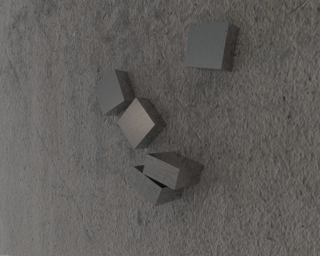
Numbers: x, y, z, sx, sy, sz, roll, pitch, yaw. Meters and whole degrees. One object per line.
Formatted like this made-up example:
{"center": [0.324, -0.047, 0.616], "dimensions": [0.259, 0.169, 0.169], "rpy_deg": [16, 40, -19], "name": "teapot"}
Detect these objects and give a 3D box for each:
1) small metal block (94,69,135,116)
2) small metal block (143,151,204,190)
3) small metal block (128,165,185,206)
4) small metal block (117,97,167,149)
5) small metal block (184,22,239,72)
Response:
{"center": [-0.067, -0.051, 0.460], "dimensions": [0.050, 0.025, 0.050], "rpy_deg": [-30, 72, 36], "name": "small metal block"}
{"center": [0.016, 0.050, 0.375], "dimensions": [0.050, 0.050, 0.025], "rpy_deg": [20, 103, 38], "name": "small metal block"}
{"center": [-0.003, 0.069, 0.391], "dimensions": [0.050, 0.050, 0.025], "rpy_deg": [32, 110, 35], "name": "small metal block"}
{"center": [-0.026, -0.006, 0.426], "dimensions": [0.050, 0.025, 0.050], "rpy_deg": [-50, 61, 28], "name": "small metal block"}
{"center": [0.059, -0.093, 0.357], "dimensions": [0.050, 0.025, 0.050], "rpy_deg": [14, 99, 39], "name": "small metal block"}
